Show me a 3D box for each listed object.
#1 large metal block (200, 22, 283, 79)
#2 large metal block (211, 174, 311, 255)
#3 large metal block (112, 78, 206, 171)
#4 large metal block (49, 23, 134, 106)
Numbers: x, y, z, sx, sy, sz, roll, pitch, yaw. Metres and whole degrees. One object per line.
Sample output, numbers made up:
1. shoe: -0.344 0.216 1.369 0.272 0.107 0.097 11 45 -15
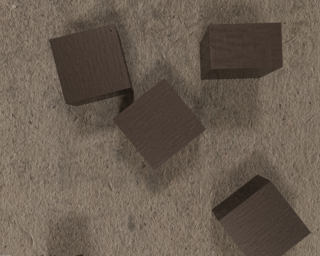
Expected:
1. large metal block: 0.095 -0.092 0.384 0.081 0.080 0.050 -2 90 -1
2. large metal block: 0.127 0.120 0.399 0.080 0.050 0.080 -38 91 0
3. large metal block: -0.001 -0.005 0.398 0.080 0.050 0.080 -39 91 0
4. large metal block: -0.084 -0.077 0.396 0.080 0.050 0.080 -14 90 -1
